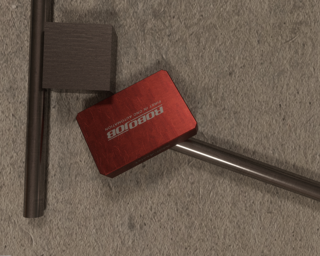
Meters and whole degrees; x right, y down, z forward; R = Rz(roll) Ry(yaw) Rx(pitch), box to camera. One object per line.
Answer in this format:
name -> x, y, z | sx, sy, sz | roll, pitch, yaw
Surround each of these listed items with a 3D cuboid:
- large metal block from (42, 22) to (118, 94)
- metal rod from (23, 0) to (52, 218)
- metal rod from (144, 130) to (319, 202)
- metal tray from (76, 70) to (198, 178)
large metal block -> -0.099, -0.086, 0.396 | 0.081, 0.050, 0.079 | 2, 90, -1
metal rod -> -0.161, -0.034, 0.407 | 0.025, 0.025, 0.298 | 2, 90, -1
metal rod -> 0.121, 0.053, 0.411 | 0.302, 0.025, 0.025 | 19, 90, -1
metal tray -> -0.029, -0.005, 0.393 | 0.130, 0.030, 0.090 | -28, 71, -1
